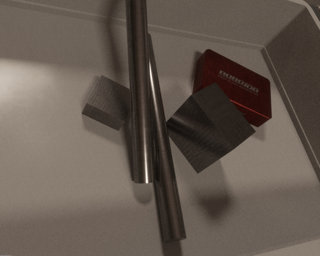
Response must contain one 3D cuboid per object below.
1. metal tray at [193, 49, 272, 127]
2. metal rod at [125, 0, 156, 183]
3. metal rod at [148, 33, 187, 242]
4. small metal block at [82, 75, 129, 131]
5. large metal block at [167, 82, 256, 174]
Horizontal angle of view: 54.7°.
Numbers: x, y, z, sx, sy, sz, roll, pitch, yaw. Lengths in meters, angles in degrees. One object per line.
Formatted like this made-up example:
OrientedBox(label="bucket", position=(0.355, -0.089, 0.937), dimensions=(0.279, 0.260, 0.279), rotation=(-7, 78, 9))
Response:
OrientedBox(label="metal tray", position=(0.121, -0.066, 0.510), dimensions=(0.131, 0.030, 0.090), rotation=(23, 53, -15))
OrientedBox(label="metal rod", position=(-0.025, -0.086, 0.367), dimensions=(0.025, 0.025, 0.298), rotation=(-2, 87, -30))
OrientedBox(label="metal rod", position=(-0.005, -0.008, 0.409), dimensions=(0.025, 0.025, 0.299), rotation=(5, 59, -26))
OrientedBox(label="small metal block", position=(-0.063, -0.032, 0.392), dimensions=(0.050, 0.025, 0.050), rotation=(27, 52, -12))
OrientedBox(label="large metal block", position=(0.061, 0.001, 0.404), dimensions=(0.050, 0.080, 0.080), rotation=(-30, 79, -38))
